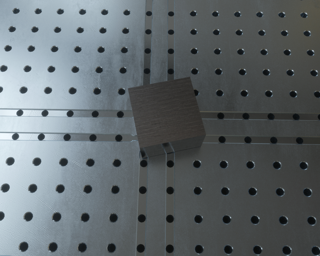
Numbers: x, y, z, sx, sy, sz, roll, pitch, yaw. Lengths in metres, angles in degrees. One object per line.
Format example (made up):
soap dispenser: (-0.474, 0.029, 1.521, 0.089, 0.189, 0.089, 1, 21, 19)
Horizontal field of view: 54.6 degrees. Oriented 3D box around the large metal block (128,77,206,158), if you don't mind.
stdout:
large metal block: (0.007, -0.013, 0.402, 0.080, 0.050, 0.080, -11, 71, -4)
